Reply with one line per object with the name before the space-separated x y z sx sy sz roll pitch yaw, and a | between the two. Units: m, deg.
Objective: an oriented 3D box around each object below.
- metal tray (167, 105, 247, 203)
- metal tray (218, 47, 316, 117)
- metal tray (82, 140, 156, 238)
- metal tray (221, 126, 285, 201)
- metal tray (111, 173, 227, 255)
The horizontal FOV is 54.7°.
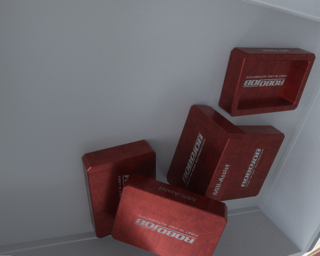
metal tray | 0.058 0.044 0.425 0.030 0.090 0.129 3 117 -30
metal tray | 0.154 -0.067 0.447 0.131 0.030 0.089 -6 121 -25
metal tray | -0.053 0.086 0.430 0.091 0.030 0.129 -13 124 -21
metal tray | 0.145 0.059 0.521 0.091 0.030 0.129 0 118 -29
metal tray | 0.010 0.120 0.398 0.131 0.030 0.089 18 114 4
